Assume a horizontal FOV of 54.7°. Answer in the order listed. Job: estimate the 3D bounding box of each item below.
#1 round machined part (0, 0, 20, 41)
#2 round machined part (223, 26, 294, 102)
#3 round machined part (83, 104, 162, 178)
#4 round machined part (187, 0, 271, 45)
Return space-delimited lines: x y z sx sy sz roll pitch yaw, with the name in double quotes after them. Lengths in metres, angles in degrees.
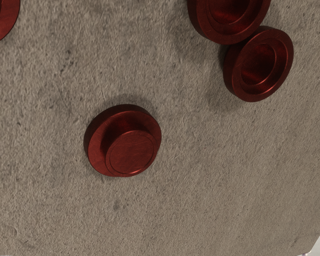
-0.162 -0.107 0.241 0.099 0.042 0.097 -14 125 -21 "round machined part"
0.125 -0.087 0.412 0.099 0.042 0.097 -14 125 -21 "round machined part"
-0.042 0.023 0.388 0.099 0.042 0.097 -14 125 -21 "round machined part"
0.073 -0.147 0.347 0.099 0.042 0.097 -14 125 -21 "round machined part"
